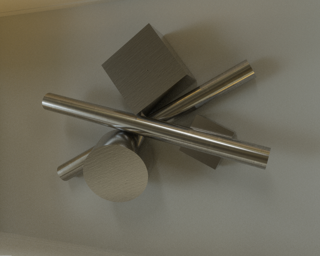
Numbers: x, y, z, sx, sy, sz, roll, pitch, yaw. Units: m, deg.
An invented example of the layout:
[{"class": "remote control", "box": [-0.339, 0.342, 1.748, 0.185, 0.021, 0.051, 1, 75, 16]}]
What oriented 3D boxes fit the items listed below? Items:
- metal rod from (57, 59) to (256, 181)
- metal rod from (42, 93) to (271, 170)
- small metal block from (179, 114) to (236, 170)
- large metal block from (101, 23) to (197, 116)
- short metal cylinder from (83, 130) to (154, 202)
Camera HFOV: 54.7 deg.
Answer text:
[{"class": "metal rod", "box": [-0.017, -0.002, 0.413, 0.300, 0.025, 0.025, -29, 81, 17]}, {"class": "metal rod", "box": [-0.019, -0.002, 0.388, 0.301, 0.025, 0.025, 15, 95, 19]}, {"class": "small metal block", "box": [0.060, 0.016, 0.385, 0.050, 0.025, 0.050, 28, 99, 17]}, {"class": "large metal block", "box": [-0.013, -0.071, 0.399, 0.080, 0.050, 0.080, -37, 78, 16]}, {"class": "short metal cylinder", "box": [-0.051, 0.047, 0.398, 0.080, 0.050, 0.079, 2, 112, 6]}]
